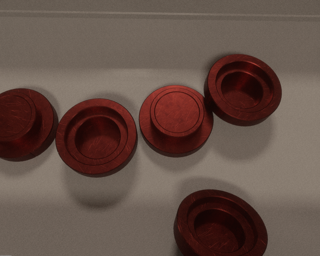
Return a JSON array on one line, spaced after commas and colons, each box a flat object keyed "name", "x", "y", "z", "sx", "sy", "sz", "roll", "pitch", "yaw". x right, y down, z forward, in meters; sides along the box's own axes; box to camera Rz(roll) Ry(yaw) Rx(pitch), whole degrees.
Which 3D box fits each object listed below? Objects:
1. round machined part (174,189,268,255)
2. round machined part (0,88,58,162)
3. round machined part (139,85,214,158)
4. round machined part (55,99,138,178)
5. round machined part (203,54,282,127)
[{"name": "round machined part", "x": 0.063, "y": 0.118, "z": 0.342, "sx": 0.099, "sy": 0.042, "sz": 0.098, "roll": 8, "pitch": 35, "yaw": -5}, {"name": "round machined part", "x": -0.187, "y": -0.008, "z": 0.401, "sx": 0.099, "sy": 0.042, "sz": 0.098, "roll": 0, "pitch": 70, "yaw": -1}, {"name": "round machined part", "x": 0.021, "y": -0.014, "z": 0.406, "sx": 0.099, "sy": 0.042, "sz": 0.098, "roll": 0, "pitch": 70, "yaw": 0}, {"name": "round machined part", "x": -0.077, "y": 0.015, "z": 0.394, "sx": 0.099, "sy": 0.042, "sz": 0.098, "roll": 0, "pitch": 70, "yaw": -1}, {"name": "round machined part", "x": 0.107, "y": -0.047, "z": 0.415, "sx": 0.099, "sy": 0.042, "sz": 0.098, "roll": 2, "pitch": 68, "yaw": -6}]
